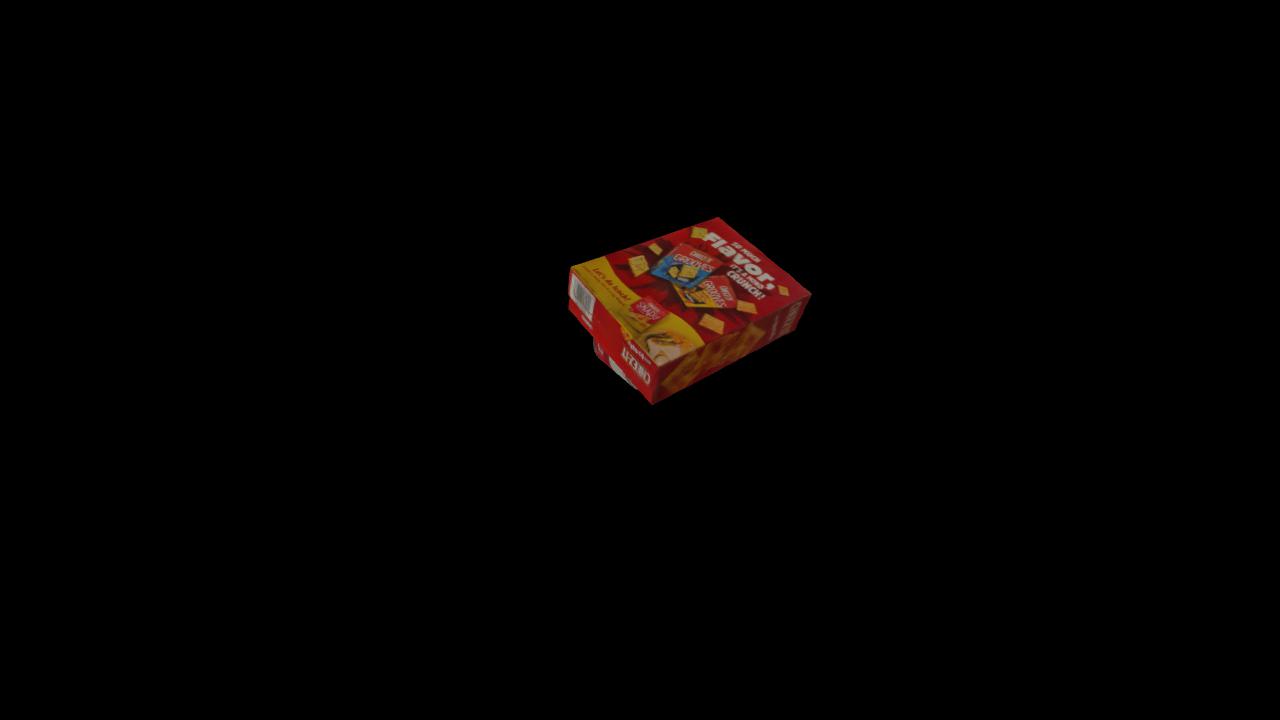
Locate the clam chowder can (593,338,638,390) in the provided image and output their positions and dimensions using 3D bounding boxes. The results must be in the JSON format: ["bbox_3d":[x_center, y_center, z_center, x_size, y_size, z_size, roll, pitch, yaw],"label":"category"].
[{"bbox_3d":[-0.007,-0.009,0.748,0.068,0.068,0.102,0,19,-28],"label":"clam chowder can"}]

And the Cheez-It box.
[{"bbox_3d":[0.054,-0.067,0.695,0.223,0.166,0.071,-26,-32,-28],"label":"Cheez-It box"}]
